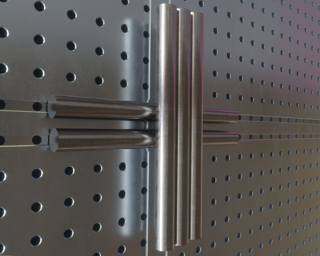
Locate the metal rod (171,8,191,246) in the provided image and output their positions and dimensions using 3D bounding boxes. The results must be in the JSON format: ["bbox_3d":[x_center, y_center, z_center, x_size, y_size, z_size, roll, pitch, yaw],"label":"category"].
[{"bbox_3d":[0.026,-0.002,0.401,0.025,0.025,0.298,1,90,-40],"label":"metal rod"}]

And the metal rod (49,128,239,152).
[{"bbox_3d":[0.006,0.014,0.417,0.302,0.025,0.025,1,90,-40],"label":"metal rod"}]

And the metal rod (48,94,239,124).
[{"bbox_3d":[0.005,-0.020,0.415,0.302,0.025,0.025,1,90,-40],"label":"metal rod"}]

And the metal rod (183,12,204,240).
[{"bbox_3d":[0.045,-0.003,0.417,0.025,0.025,0.298,1,90,-40],"label":"metal rod"}]

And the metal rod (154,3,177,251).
[{"bbox_3d":[0.007,-0.001,0.385,0.025,0.025,0.298,1,90,-40],"label":"metal rod"}]
